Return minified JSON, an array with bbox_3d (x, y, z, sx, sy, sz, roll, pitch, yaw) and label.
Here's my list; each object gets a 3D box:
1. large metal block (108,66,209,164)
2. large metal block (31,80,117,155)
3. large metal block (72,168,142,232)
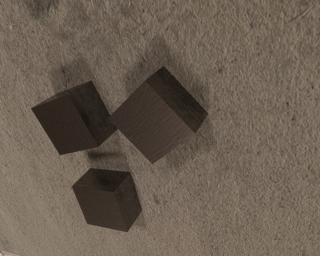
[{"bbox_3d":[-0.003,-0.015,0.382,0.080,0.050,0.080,47,129,-5],"label":"large metal block"},{"bbox_3d":[-0.122,-0.013,0.445,0.080,0.050,0.080,-13,112,33],"label":"large metal block"},{"bbox_3d":[-0.084,0.116,0.505,0.080,0.050,0.079,1,119,27],"label":"large metal block"}]
